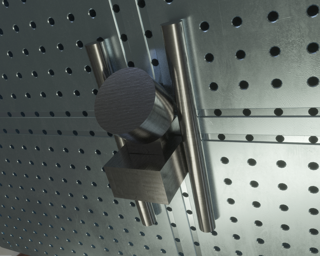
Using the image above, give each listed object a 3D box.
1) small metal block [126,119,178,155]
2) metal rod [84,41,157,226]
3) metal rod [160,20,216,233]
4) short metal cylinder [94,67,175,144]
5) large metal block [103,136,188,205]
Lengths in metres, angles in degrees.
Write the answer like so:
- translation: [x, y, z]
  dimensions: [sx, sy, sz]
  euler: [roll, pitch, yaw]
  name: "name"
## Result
- translation: [-0.010, 0.010, 0.406]
  dimensions: [0.050, 0.050, 0.025]
  euler: [1, 119, 27]
  name: "small metal block"
- translation: [-0.050, 0.024, 0.452]
  dimensions: [0.025, 0.025, 0.298]
  euler: [1, 119, 28]
  name: "metal rod"
- translation: [0.042, 0.017, 0.400]
  dimensions: [0.025, 0.025, 0.298]
  euler: [2, 119, 27]
  name: "metal rod"
- translation: [-0.030, -0.025, 0.368]
  dimensions: [0.080, 0.050, 0.080]
  euler: [-8, 71, 25]
  name: "short metal cylinder"
- translation: [-0.013, 0.051, 0.411]
  dimensions: [0.080, 0.080, 0.050]
  euler: [1, 119, 28]
  name: "large metal block"
